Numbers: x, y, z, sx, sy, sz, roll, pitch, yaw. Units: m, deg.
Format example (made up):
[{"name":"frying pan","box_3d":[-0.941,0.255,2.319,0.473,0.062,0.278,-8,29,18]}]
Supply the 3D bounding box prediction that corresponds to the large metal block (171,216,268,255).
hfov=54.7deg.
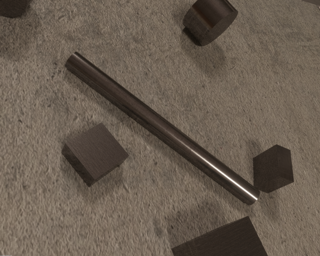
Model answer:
[{"name":"large metal block","box_3d":[0.071,0.152,0.335,0.081,0.050,0.080,-10,67,-33]}]

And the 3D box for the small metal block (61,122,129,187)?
[{"name":"small metal block","box_3d":[-0.073,0.029,0.348,0.050,0.025,0.050,50,51,6]}]

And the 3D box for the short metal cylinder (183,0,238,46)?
[{"name":"short metal cylinder","box_3d":[0.086,-0.188,0.532,0.081,0.080,0.050,-34,81,-38]}]

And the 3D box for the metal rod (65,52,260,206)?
[{"name":"metal rod","box_3d":[0.006,0.003,0.406,0.301,0.025,0.025,37,51,-4]}]

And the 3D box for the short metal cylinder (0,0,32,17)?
[{"name":"short metal cylinder","box_3d":[-0.192,-0.186,0.379,0.080,0.080,0.050,24,53,-14]}]

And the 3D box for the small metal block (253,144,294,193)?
[{"name":"small metal block","box_3d":[0.160,0.059,0.440,0.025,0.050,0.050,22,54,-16]}]
